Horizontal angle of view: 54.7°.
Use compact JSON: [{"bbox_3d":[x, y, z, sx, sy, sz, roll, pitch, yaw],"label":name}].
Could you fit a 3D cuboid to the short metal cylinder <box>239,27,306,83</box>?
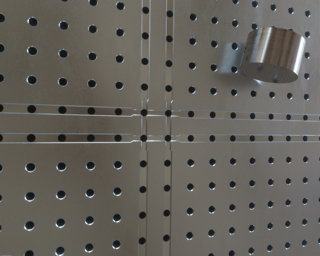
[{"bbox_3d":[0.160,-0.101,0.442,0.081,0.080,0.050,17,85,-19],"label":"short metal cylinder"}]
